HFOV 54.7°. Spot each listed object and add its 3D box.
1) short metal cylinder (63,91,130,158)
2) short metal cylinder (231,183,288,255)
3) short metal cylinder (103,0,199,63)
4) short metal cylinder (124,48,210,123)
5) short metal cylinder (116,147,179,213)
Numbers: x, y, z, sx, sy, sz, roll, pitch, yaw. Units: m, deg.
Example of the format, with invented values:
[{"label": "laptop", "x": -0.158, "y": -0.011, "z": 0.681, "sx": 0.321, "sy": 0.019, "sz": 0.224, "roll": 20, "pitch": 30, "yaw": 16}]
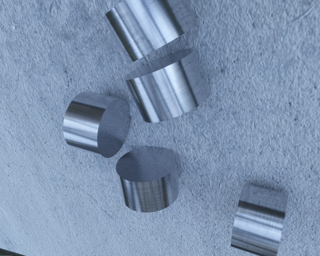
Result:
[{"label": "short metal cylinder", "x": -0.081, "y": -0.005, "z": 0.411, "sx": 0.050, "sy": 0.080, "sz": 0.079, "roll": 14, "pitch": 124, "yaw": 20}, {"label": "short metal cylinder", "x": 0.121, "y": 0.113, "z": 0.377, "sx": 0.050, "sy": 0.080, "sz": 0.079, "roll": 12, "pitch": 123, "yaw": 22}, {"label": "short metal cylinder", "x": -0.009, "y": -0.107, "z": 0.310, "sx": 0.080, "sy": 0.080, "sz": 0.050, "roll": -20, "pitch": 108, "yaw": 35}, {"label": "short metal cylinder", "x": 0.008, "y": -0.047, "z": 0.338, "sx": 0.080, "sy": 0.080, "sz": 0.050, "roll": -11, "pitch": 113, "yaw": 33}, {"label": "short metal cylinder", "x": -0.016, "y": 0.068, "z": 0.422, "sx": 0.080, "sy": 0.080, "sz": 0.050, "roll": 7, "pitch": 122, "yaw": 24}]
